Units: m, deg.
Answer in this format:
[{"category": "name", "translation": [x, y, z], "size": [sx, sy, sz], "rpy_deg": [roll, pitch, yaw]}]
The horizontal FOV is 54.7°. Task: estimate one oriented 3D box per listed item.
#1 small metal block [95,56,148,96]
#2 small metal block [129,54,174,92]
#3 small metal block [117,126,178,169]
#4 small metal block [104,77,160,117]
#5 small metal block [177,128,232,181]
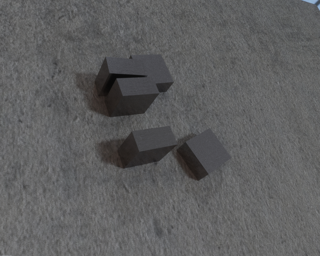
[{"category": "small metal block", "translation": [-0.051, -0.065, 0.401], "size": [0.050, 0.050, 0.025], "rpy_deg": [-2, 63, -29]}, {"category": "small metal block", "translation": [-0.015, -0.078, 0.444], "size": [0.050, 0.025, 0.050], "rpy_deg": [-10, 67, -33]}, {"category": "small metal block", "translation": [-0.016, 0.023, 0.367], "size": [0.050, 0.050, 0.025], "rpy_deg": [-8, 66, -32]}, {"category": "small metal block", "translation": [-0.036, -0.039, 0.393], "size": [0.050, 0.050, 0.025], "rpy_deg": [-8, 66, -32]}, {"category": "small metal block", "translation": [0.060, 0.035, 0.417], "size": [0.050, 0.025, 0.050], "rpy_deg": [-27, 77, -37]}]
